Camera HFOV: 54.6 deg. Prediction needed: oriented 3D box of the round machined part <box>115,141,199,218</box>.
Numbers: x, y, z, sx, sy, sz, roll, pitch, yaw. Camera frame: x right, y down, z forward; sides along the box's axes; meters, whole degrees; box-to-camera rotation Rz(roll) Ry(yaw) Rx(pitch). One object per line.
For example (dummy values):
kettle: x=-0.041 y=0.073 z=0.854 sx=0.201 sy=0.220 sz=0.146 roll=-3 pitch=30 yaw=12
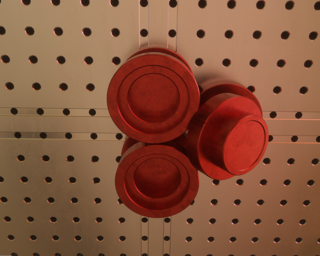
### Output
round machined part: x=-0.003 y=0.057 z=0.380 sx=0.099 sy=0.042 sz=0.097 roll=0 pitch=110 yaw=0

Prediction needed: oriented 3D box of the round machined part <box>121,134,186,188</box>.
round machined part: x=-0.004 y=0.042 z=0.420 sx=0.099 sy=0.042 sz=0.097 roll=0 pitch=110 yaw=0

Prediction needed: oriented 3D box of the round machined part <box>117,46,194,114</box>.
round machined part: x=-0.005 y=-0.050 z=0.387 sx=0.099 sy=0.042 sz=0.097 roll=0 pitch=110 yaw=0

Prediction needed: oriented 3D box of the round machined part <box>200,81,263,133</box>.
round machined part: x=0.084 y=-0.009 z=0.402 sx=0.099 sy=0.042 sz=0.097 roll=0 pitch=110 yaw=0

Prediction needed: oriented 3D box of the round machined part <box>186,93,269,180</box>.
round machined part: x=0.081 y=0.013 z=0.342 sx=0.099 sy=0.042 sz=0.097 roll=-12 pitch=113 yaw=-30

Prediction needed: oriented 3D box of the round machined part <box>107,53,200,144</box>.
round machined part: x=-0.007 y=-0.035 z=0.346 sx=0.099 sy=0.042 sz=0.097 roll=0 pitch=110 yaw=0
